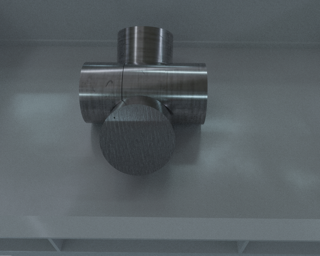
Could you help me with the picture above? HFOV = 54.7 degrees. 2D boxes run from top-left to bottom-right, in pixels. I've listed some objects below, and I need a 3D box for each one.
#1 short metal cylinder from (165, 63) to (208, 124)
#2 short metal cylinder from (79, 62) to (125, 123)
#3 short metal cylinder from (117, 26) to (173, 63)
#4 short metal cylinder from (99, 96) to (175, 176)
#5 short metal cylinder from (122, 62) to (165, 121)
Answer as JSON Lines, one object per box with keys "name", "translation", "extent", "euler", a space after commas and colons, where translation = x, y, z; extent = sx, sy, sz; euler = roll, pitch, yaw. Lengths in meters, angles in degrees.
{"name": "short metal cylinder", "translation": [0.032, -0.045, 0.405], "extent": [0.050, 0.080, 0.080], "euler": [1, 50, 1]}
{"name": "short metal cylinder", "translation": [-0.070, -0.046, 0.405], "extent": [0.050, 0.080, 0.080], "euler": [1, 50, 1]}
{"name": "short metal cylinder", "translation": [-0.021, -0.109, 0.449], "extent": [0.080, 0.080, 0.050], "euler": [1, 88, 1]}
{"name": "short metal cylinder", "translation": [-0.024, 0.007, 0.352], "extent": [0.080, 0.079, 0.050], "euler": [0, 16, 0]}
{"name": "short metal cylinder", "translation": [-0.019, -0.045, 0.405], "extent": [0.050, 0.080, 0.080], "euler": [1, 50, 1]}
